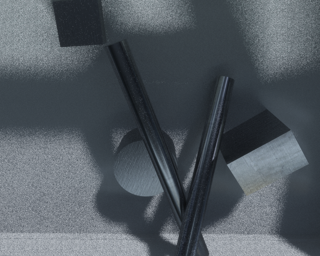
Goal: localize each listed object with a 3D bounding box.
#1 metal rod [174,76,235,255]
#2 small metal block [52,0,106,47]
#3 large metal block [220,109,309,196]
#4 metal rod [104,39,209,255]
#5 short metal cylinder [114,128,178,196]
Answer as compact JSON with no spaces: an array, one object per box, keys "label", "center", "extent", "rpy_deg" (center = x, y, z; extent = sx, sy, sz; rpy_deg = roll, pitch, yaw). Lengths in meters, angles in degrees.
[{"label":"metal rod","center":[0.047,0.083,0.377],"extent":[0.025,0.025,0.299],"rpy_deg":[14,84,-6]},{"label":"small metal block","center":[-0.093,-0.123,0.365],"extent":[0.050,0.025,0.050],"rpy_deg":[-4,110,1]},{"label":"large metal block","center":[0.124,0.028,0.394],"extent":[0.080,0.080,0.050],"rpy_deg":[-31,108,10]},{"label":"metal rod","center":[0.004,0.042,0.373],"extent":[0.025,0.025,0.298],"rpy_deg":[-19,110,6]},{"label":"short metal cylinder","center":[-0.018,0.043,0.414],"extent":[0.081,0.050,0.079],"rpy_deg":[0,110,-1]}]
